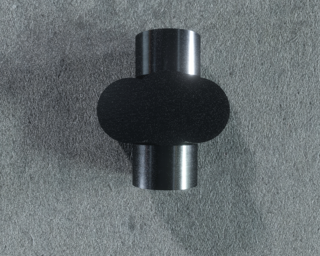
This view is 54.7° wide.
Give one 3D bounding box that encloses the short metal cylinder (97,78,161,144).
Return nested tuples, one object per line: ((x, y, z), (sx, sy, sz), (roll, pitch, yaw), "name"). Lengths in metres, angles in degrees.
((-0.036, -0.021, 0.398), (0.081, 0.050, 0.079), (0, 90, -1), "short metal cylinder")

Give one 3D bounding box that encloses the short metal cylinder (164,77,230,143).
((0.044, -0.022, 0.399), (0.081, 0.050, 0.079), (0, 90, -1), "short metal cylinder")

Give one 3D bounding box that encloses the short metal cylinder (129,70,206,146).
((0.008, -0.021, 0.348), (0.081, 0.050, 0.079), (0, 90, -1), "short metal cylinder")

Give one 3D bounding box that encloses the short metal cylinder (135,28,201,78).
((0.010, -0.086, 0.384), (0.081, 0.080, 0.050), (0, 90, -1), "short metal cylinder")

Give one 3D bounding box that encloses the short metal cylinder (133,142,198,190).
((0.006, 0.044, 0.384), (0.081, 0.080, 0.050), (0, 90, -1), "short metal cylinder")
